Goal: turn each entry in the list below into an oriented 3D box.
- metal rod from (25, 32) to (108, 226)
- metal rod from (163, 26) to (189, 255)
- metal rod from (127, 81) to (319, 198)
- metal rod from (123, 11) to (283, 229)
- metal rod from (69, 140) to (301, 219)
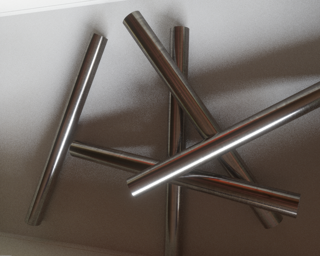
[{"bbox_3d":[-0.141,0.007,0.458,0.025,0.025,0.298,24,98,18],"label":"metal rod"},{"bbox_3d":[0.021,0.021,0.402,0.025,0.025,0.298,2,91,19],"label":"metal rod"},{"bbox_3d":[0.102,0.000,0.341,0.301,0.025,0.025,-27,81,5],"label":"metal rod"},{"bbox_3d":[0.049,-0.012,0.372,0.025,0.025,0.299,-35,87,16],"label":"metal rod"},{"bbox_3d":[0.008,0.054,0.379,0.300,0.025,0.025,10,94,28],"label":"metal rod"}]
